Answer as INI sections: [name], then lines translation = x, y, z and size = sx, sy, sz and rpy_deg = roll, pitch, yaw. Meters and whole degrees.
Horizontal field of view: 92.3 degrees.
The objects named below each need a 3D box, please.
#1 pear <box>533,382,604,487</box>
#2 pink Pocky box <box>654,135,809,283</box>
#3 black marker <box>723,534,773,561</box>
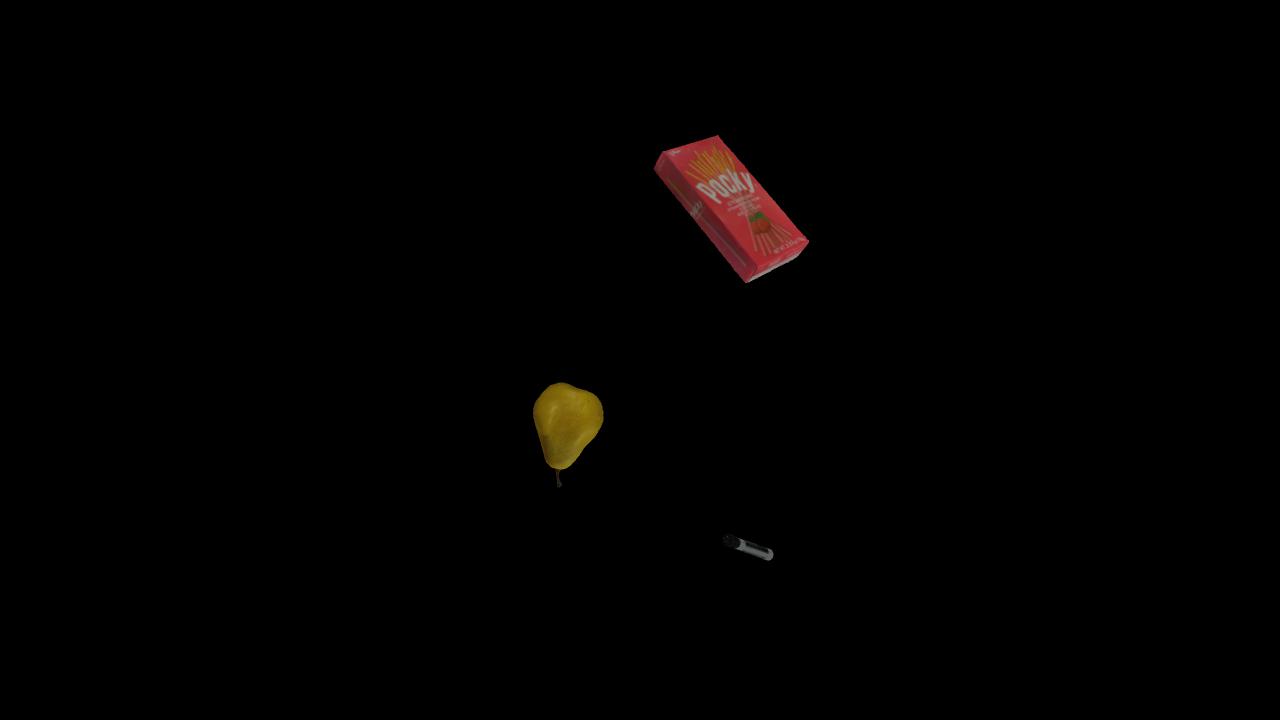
[pear]
translation = -0.089, 0.084, 0.695
size = 0.080, 0.111, 0.080
rpy_deg = 20, -8, 3
[pink Pocky box]
translation = 0.091, -0.155, 0.617
size = 0.084, 0.155, 0.029
rpy_deg = -28, -15, -34
[black marker]
translation = 0.168, 0.291, 0.955
size = 0.020, 0.020, 0.121
rpy_deg = 0, -23, 46
